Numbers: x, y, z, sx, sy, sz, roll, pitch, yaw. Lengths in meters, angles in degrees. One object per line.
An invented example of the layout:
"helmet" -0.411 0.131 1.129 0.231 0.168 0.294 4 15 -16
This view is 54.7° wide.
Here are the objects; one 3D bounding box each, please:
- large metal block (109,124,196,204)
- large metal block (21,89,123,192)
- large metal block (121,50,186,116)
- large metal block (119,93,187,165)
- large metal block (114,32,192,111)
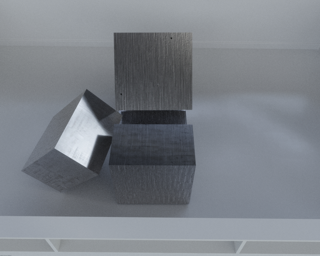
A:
"large metal block" -0.007 0.041 0.332 0.081 0.080 0.050 0 50 0
"large metal block" -0.096 0.016 0.342 0.050 0.080 0.080 38 46 -25
"large metal block" -0.009 -0.060 0.417 0.081 0.080 0.050 -1 50 -1
"large metal block" -0.009 0.001 0.388 0.081 0.050 0.080 0 50 -1
"large metal block" -0.007 -0.061 0.345 0.081 0.079 0.050 -1 5 -1
